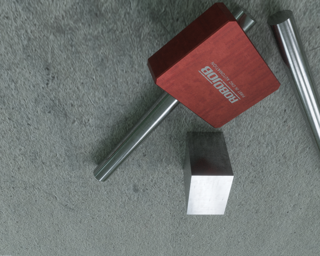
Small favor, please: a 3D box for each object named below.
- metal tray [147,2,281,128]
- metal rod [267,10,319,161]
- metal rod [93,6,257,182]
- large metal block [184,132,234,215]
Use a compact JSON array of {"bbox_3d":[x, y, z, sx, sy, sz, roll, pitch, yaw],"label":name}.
[{"bbox_3d":[0.061,-0.056,0.326,0.090,0.030,0.130,-36,141,21],"label":"metal tray"},{"bbox_3d":[0.198,-0.015,0.397,0.025,0.025,0.300,-25,126,19],"label":"metal rod"},{"bbox_3d":[0.000,-0.022,0.388,0.025,0.025,0.299,29,124,-23],"label":"metal rod"},{"bbox_3d":[0.062,0.061,0.424,0.050,0.080,0.079,1,130,-1],"label":"large metal block"}]
